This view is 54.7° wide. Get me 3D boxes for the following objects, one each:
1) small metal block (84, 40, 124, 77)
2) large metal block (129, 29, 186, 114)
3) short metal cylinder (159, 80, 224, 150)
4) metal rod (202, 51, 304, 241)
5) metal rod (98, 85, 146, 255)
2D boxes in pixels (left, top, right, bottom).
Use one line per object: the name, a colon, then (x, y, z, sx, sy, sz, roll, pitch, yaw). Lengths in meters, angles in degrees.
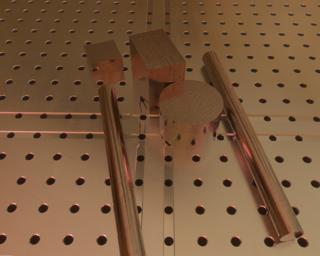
small metal block: (-0.091, -0.114, 0.502, 0.050, 0.025, 0.050, -16, 52, -14)
large metal block: (-0.005, -0.080, 0.439, 0.050, 0.080, 0.080, -16, 52, -13)
short metal cylinder: (0.039, -0.018, 0.407, 0.081, 0.050, 0.080, 0, 50, 0)
metal rod: (0.108, -0.002, 0.410, 0.025, 0.025, 0.300, -8, 50, -7)
metal rod: (-0.045, 0.059, 0.357, 0.025, 0.025, 0.300, -9, 51, -8)
